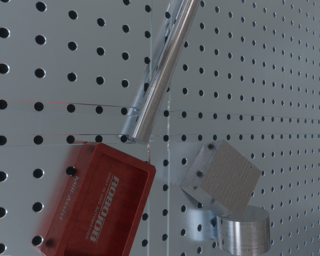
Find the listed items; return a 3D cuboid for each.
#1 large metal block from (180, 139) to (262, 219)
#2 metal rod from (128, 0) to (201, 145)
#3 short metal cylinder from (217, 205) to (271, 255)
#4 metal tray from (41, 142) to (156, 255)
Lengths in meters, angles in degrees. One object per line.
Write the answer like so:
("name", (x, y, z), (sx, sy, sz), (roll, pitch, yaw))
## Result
("large metal block", (0.090, 0.076, 0.455), (0.080, 0.050, 0.080), (39, 65, -14))
("metal rod", (0.022, -0.119, 0.427), (0.025, 0.025, 0.299), (32, 70, -36))
("short metal cylinder", (0.129, 0.157, 0.483), (0.081, 0.080, 0.050), (-6, 94, -40))
("metal tray", (-0.064, 0.091, 0.352), (0.090, 0.030, 0.130), (29, 72, -36))
